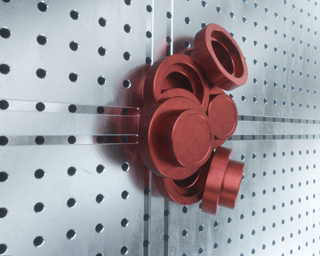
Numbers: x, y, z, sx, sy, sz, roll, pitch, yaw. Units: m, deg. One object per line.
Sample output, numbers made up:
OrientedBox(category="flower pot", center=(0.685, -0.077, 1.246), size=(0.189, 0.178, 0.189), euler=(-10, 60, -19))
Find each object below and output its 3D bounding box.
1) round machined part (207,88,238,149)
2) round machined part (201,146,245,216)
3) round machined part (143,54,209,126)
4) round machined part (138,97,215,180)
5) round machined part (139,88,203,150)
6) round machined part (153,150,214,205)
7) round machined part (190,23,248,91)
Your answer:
OrientedBox(category="round machined part", center=(0.079, -0.016, 0.463), size=(0.099, 0.042, 0.097), euler=(0, 90, -40))
OrientedBox(category="round machined part", center=(0.093, 0.078, 0.443), size=(0.098, 0.042, 0.098), euler=(13, 91, -73))
OrientedBox(category="round machined part", center=(0.017, -0.046, 0.411), size=(0.099, 0.042, 0.097), euler=(0, 90, -40))
OrientedBox(category="round machined part", center=(0.026, 0.012, 0.364), size=(0.099, 0.042, 0.097), euler=(0, 90, -40))
OrientedBox(category="round machined part", center=(0.012, -0.002, 0.406), size=(0.099, 0.042, 0.097), euler=(0, 90, -40))
OrientedBox(category="round machined part", center=(0.028, 0.052, 0.420), size=(0.099, 0.042, 0.097), euler=(0, 90, -40))
OrientedBox(category="round machined part", center=(0.082, -0.097, 0.450), size=(0.098, 0.042, 0.098), euler=(24, 53, -36))
